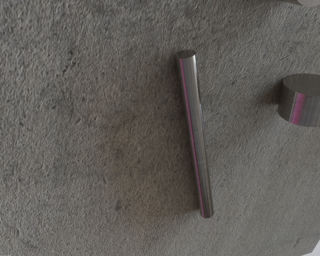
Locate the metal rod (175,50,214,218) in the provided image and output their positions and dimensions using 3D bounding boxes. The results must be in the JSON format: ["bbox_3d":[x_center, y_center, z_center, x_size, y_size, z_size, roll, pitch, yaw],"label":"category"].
[{"bbox_3d":[0.056,0.030,0.456,0.025,0.025,0.298,-23,127,-14],"label":"metal rod"}]

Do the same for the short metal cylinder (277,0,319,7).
[{"bbox_3d":[0.170,-0.190,0.366,0.081,0.050,0.079,-14,124,-21],"label":"short metal cylinder"}]

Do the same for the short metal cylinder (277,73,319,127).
[{"bbox_3d":[0.223,-0.044,0.467,0.081,0.080,0.050,-15,125,-20],"label":"short metal cylinder"}]
